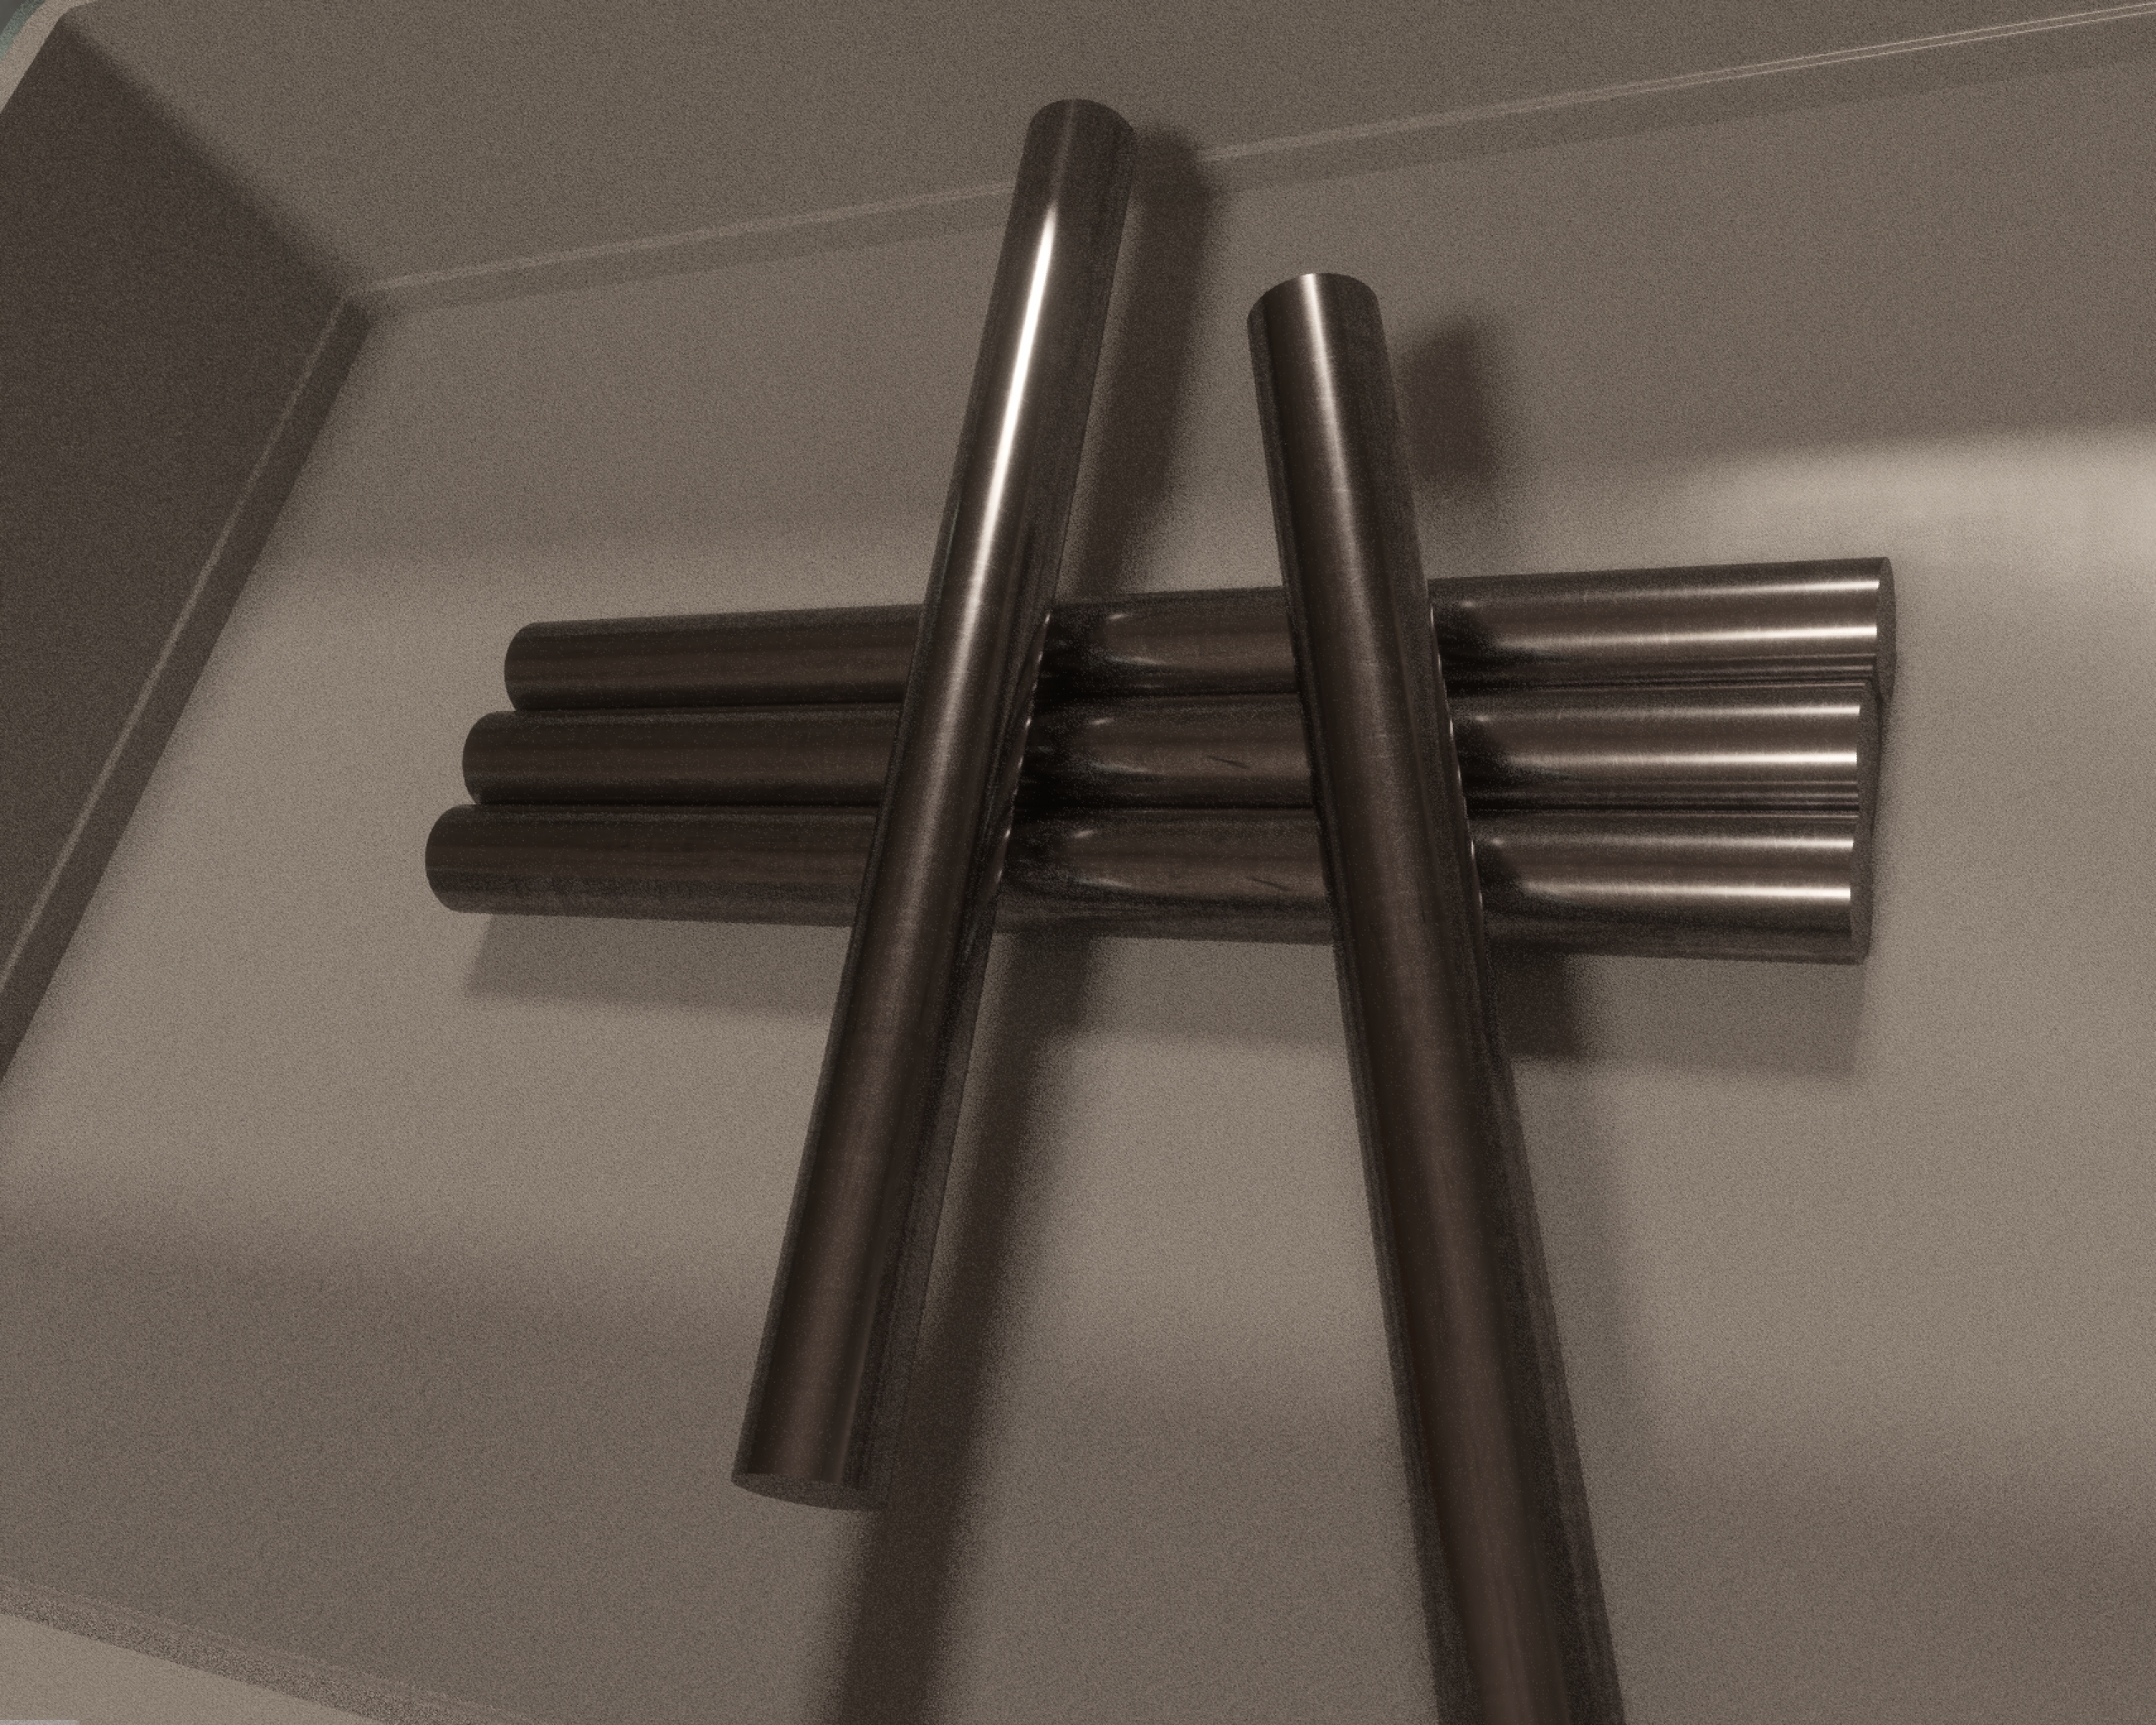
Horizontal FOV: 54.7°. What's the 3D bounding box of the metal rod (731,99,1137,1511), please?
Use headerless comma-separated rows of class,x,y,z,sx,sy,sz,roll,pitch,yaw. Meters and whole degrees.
metal rod,-0.021,-0.031,0.400,0.025,0.025,0.299,-5,59,25

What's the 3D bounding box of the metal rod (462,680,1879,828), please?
metal rod,-0.002,-0.020,0.416,0.300,0.025,0.025,1,62,28

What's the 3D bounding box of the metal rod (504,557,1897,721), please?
metal rod,0.005,-0.042,0.426,0.300,0.025,0.025,1,62,28

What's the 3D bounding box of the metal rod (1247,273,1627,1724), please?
metal rod,0.055,0.031,0.329,0.025,0.025,0.299,-15,62,20

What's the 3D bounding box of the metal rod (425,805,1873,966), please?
metal rod,-0.007,0.002,0.405,0.300,0.025,0.025,1,62,28
